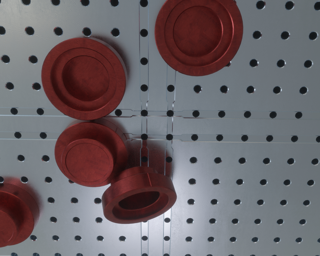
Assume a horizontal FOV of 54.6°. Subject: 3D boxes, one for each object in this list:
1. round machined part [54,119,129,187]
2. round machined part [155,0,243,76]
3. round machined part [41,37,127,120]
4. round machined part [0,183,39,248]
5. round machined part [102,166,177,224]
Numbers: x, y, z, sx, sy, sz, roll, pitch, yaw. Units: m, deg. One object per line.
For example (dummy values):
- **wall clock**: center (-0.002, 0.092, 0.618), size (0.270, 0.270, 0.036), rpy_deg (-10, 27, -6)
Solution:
- **round machined part**: center (-0.093, 0.038, 0.418), size (0.099, 0.042, 0.097), rpy_deg (0, 110, 0)
- **round machined part**: center (0.043, -0.113, 0.363), size (0.099, 0.042, 0.097), rpy_deg (0, 110, 0)
- **round machined part**: center (-0.089, -0.062, 0.381), size (0.099, 0.042, 0.097), rpy_deg (0, 110, 0)
- **round machined part**: center (-0.234, 0.133, 0.452), size (0.099, 0.042, 0.097), rpy_deg (0, 110, 0)
- **round machined part**: center (-0.030, 0.088, 0.421), size (0.099, 0.042, 0.098), rpy_deg (-11, 141, -9)
